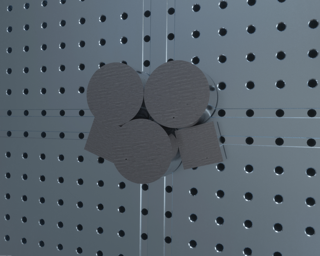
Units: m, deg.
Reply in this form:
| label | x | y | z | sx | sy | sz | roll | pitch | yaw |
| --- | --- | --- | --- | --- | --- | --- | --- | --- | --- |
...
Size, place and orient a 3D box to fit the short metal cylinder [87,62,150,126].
| label | x | y | z | sx | sy | sz | roll | pitch | yaw |
| --- | --- | --- | --- | --- | --- | --- | --- | --- | --- |
| short metal cylinder | -0.049 | -0.043 | 0.413 | 0.080 | 0.050 | 0.079 | 0 | 90 | 20 |

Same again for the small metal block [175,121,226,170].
| label | x | y | z | sx | sy | sz | roll | pitch | yaw |
| --- | --- | --- | --- | --- | --- | --- | --- | --- | --- |
| small metal block | 0.051 | 0.022 | 0.391 | 0.050 | 0.025 | 0.050 | -15 | 85 | 19 |

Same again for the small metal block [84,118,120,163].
| label | x | y | z | sx | sy | sz | roll | pitch | yaw |
| --- | --- | --- | --- | --- | --- | --- | --- | --- | --- |
| small metal block | -0.072 | 0.015 | 0.434 | 0.050 | 0.025 | 0.050 | 22 | 97 | 18 |

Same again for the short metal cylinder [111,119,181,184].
| label | x | y | z | sx | sy | sz | roll | pitch | yaw |
| --- | --- | --- | --- | --- | --- | --- | --- | --- | --- |
| short metal cylinder | -0.015 | 0.028 | 0.401 | 0.080 | 0.050 | 0.079 | 0 | 90 | 20 |

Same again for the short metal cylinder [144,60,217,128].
| label | x | y | z | sx | sy | sz | roll | pitch | yaw |
| --- | --- | --- | --- | --- | --- | --- | --- | --- | --- |
| short metal cylinder | 0.027 | -0.040 | 0.386 | 0.080 | 0.050 | 0.079 | 0 | 90 | 20 |
